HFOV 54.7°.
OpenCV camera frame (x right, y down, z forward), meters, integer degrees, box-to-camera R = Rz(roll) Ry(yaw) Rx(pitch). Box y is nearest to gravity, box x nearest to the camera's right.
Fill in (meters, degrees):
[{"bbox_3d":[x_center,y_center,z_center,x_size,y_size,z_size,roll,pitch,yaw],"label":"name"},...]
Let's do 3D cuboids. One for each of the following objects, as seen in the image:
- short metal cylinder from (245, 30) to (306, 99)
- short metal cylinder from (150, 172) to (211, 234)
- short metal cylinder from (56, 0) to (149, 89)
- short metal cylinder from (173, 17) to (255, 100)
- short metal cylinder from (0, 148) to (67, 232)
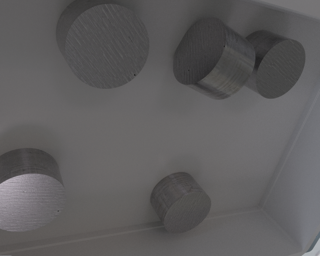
[{"bbox_3d":[0.146,-0.086,0.419,0.081,0.050,0.079,-14,124,-21],"label":"short metal cylinder"},{"bbox_3d":[0.032,0.116,0.481,0.081,0.050,0.079,-14,124,-21],"label":"short metal cylinder"},{"bbox_3d":[-0.057,-0.085,0.308,0.081,0.050,0.079,-14,124,-21],"label":"short metal cylinder"},{"bbox_3d":[0.061,-0.078,0.358,0.050,0.080,0.080,20,107,-36],"label":"short metal cylinder"},{"bbox_3d":[-0.152,0.070,0.352,0.081,0.050,0.079,-14,124,-21],"label":"short metal cylinder"}]
